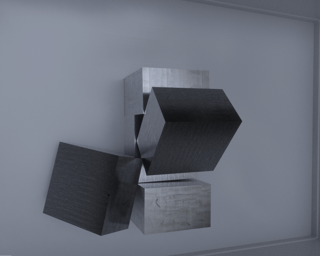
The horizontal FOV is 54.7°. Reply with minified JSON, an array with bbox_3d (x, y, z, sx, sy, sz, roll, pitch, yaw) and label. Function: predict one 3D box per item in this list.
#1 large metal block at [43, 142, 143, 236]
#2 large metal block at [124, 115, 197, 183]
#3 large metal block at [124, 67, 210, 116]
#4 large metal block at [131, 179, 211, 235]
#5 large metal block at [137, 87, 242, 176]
[{"bbox_3d":[-0.073,0.064,0.345,0.050,0.080,0.080,20,82,-63],"label":"large metal block"},{"bbox_3d":[0.000,0.024,0.398,0.081,0.050,0.079,-1,90,-20],"label":"large metal block"},{"bbox_3d":[0.006,-0.041,0.382,0.081,0.080,0.050,-1,91,-20],"label":"large metal block"},{"bbox_3d":[0.007,0.090,0.383,0.081,0.080,0.050,0,90,-20],"label":"large metal block"},{"bbox_3d":[0.027,0.004,0.331,0.081,0.079,0.050,-1,46,-21],"label":"large metal block"}]
